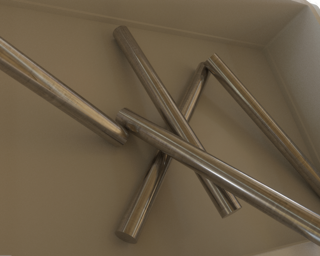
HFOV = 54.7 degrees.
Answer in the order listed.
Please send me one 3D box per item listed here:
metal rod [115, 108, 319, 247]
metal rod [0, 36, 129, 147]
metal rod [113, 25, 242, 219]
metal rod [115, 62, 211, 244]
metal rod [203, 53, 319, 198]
[{"bbox_3d":[0.069,0.050,0.322,0.300,0.025,0.025,29,45,28],"label":"metal rod"},{"bbox_3d":[-0.139,-0.063,0.284,0.301,0.025,0.025,39,45,-37],"label":"metal rod"},{"bbox_3d":[0.010,-0.025,0.398,0.025,0.025,0.299,-13,60,-33],"label":"metal rod"},{"bbox_3d":[0.019,0.008,0.411,0.025,0.025,0.301,33,51,-7],"label":"metal rod"},{"bbox_3d":[0.175,0.005,0.479,0.300,0.025,0.025,49,51,-1],"label":"metal rod"}]
